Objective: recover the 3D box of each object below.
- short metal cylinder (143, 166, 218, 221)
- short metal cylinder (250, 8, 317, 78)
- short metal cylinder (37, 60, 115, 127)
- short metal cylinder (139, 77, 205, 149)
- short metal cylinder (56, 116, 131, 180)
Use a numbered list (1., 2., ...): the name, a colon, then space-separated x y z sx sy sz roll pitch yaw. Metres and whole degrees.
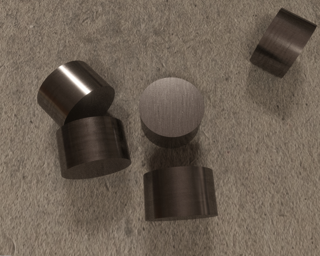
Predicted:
1. short metal cylinder: 0.022 0.077 0.351 0.081 0.080 0.050 -3 70 -2
2. short metal cylinder: 0.166 -0.115 0.423 0.050 0.080 0.080 32 73 11
3. short metal cylinder: -0.104 -0.038 0.391 0.050 0.080 0.080 43 75 14
4. short metal cylinder: 0.014 -0.018 0.402 0.081 0.050 0.080 0 70 0
5. short metal cylinder: -0.079 0.026 0.369 0.081 0.080 0.050 -13 71 -5
